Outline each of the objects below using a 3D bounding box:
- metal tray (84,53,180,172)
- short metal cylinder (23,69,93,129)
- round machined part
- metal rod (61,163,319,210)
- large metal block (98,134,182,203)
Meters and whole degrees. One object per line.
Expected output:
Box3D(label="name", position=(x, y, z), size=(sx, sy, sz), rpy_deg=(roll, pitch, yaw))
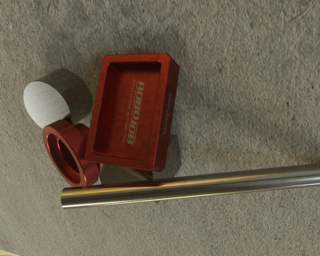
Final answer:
Box3D(label="metal tray", position=(-0.032, -0.019, 0.359), size=(0.090, 0.030, 0.129), rpy_deg=(5, 81, 25))
Box3D(label="short metal cylinder", position=(-0.144, -0.038, 0.442), size=(0.080, 0.050, 0.079), rpy_deg=(13, 124, 20))
Box3D(label="round machined part", position=(-0.112, 0.032, 0.417), size=(0.098, 0.042, 0.097), rpy_deg=(30, 136, 34))
Box3D(label="metal rod", position=(0.039, 0.066, 0.351), size=(0.302, 0.025, 0.025), rpy_deg=(-6, 118, 3))
Box3D(label="large metal block", position=(-0.025, 0.047, 0.413), size=(0.080, 0.080, 0.050), rpy_deg=(5, 121, 25))
